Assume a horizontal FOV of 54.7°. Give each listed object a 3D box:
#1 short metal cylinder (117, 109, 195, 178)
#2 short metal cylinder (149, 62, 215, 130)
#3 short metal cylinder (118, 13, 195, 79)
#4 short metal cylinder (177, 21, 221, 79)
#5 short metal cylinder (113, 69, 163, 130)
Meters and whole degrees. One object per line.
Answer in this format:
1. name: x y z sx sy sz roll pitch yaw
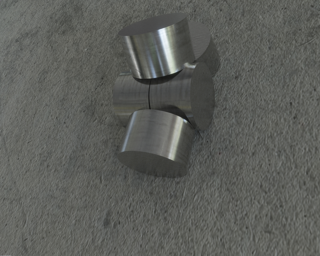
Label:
1. short metal cylinder: -0.004 0.020 0.359 0.080 0.080 0.050 0 62 28
2. short metal cylinder: 0.029 -0.037 0.376 0.050 0.080 0.080 0 62 29
3. short metal cylinder: -0.003 -0.098 0.365 0.080 0.050 0.080 -12 29 7
4. short metal cylinder: 0.039 -0.100 0.430 0.080 0.050 0.080 -13 56 20
5. short metal cylinder: -0.016 -0.037 0.401 0.050 0.080 0.080 1 62 28
